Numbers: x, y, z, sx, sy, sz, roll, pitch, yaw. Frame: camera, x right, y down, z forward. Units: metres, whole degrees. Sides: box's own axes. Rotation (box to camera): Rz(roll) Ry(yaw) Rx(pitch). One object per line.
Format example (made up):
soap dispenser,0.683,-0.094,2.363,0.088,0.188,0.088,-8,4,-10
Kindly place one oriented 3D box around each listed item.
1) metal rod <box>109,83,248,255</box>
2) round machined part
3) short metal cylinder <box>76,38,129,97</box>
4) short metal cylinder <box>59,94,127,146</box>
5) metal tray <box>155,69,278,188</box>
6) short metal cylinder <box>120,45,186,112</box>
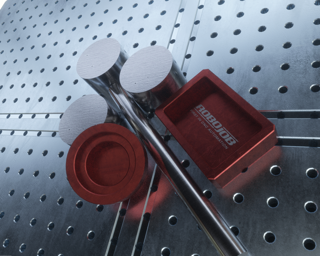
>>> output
metal rod,0.003,0.033,0.387,0.025,0.025,0.300,-39,51,2
round machined part,-0.063,0.046,0.389,0.098,0.042,0.098,-2,78,9
short metal cylinder,-0.085,-0.097,0.497,0.080,0.050,0.080,-13,56,21
short metal cylinder,-0.096,-0.001,0.443,0.080,0.050,0.080,-13,56,21
metal tray,0.063,-0.005,0.374,0.090,0.030,0.130,-40,51,2
short metal cylinder,-0.009,-0.069,0.439,0.080,0.050,0.080,-13,56,21
